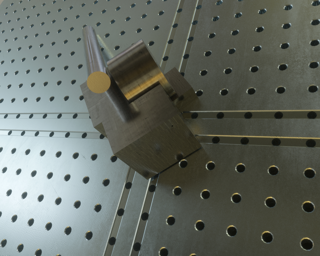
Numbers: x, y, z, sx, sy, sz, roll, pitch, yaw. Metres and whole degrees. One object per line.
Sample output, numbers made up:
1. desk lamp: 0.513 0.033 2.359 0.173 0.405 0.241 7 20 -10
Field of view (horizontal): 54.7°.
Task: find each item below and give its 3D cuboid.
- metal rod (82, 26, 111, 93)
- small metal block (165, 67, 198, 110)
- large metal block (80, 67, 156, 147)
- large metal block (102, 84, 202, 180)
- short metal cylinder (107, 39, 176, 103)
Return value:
1. metal rod: -0.101 -0.116 0.463 0.025 0.025 0.300 -35 30 4
2. small metal block: 0.016 -0.049 0.429 0.050 0.025 0.050 -36 51 4
3. large metal block: -0.054 -0.023 0.415 0.050 0.080 0.080 -33 52 7
4. large metal block: -0.008 0.008 0.369 0.080 0.080 0.050 -33 52 7
5. short metal cylinder: -0.022 -0.064 0.389 0.050 0.080 0.080 -32 52 7
